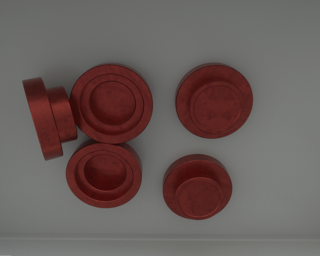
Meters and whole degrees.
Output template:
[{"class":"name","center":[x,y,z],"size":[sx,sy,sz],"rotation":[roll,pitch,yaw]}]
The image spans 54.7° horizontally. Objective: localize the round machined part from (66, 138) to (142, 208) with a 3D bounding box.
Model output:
[{"class":"round machined part","center":[-0.073,0.057,0.422],"size":[0.099,0.042,0.097],"rotation":[0,111,-1]}]

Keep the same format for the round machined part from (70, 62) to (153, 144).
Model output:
[{"class":"round machined part","center":[-0.058,-0.033,0.388],"size":[0.099,0.042,0.097],"rotation":[-1,108,-3]}]

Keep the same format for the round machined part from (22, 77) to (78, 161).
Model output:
[{"class":"round machined part","center":[-0.129,-0.013,0.371],"size":[0.042,0.098,0.097],"rotation":[-16,112,-21]}]

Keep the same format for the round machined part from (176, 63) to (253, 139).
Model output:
[{"class":"round machined part","center":[0.069,-0.031,0.392],"size":[0.099,0.042,0.097],"rotation":[0,110,-1]}]

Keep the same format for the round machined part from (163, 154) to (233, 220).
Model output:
[{"class":"round machined part","center":[0.053,0.090,0.436],"size":[0.099,0.042,0.097],"rotation":[0,110,-1]}]
